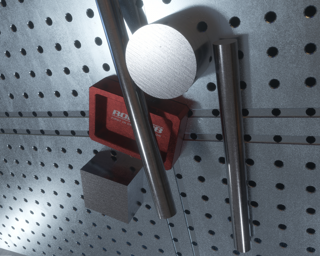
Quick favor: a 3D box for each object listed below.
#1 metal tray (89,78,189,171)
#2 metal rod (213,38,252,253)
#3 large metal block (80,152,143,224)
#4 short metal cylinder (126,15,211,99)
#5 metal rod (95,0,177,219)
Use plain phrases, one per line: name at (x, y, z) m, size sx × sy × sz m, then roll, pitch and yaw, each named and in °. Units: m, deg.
metal tray at (-0.033, -0.005, 0.420) m, size 0.130 × 0.030 × 0.089 m, roll 20°, pitch 126°, yaw 15°
metal rod at (0.094, 0.041, 0.386) m, size 0.025 × 0.025 × 0.298 m, roll 3°, pitch 120°, yaw 26°
large metal block at (-0.074, 0.093, 0.490) m, size 0.080 × 0.050 × 0.079 m, roll 15°, pitch 125°, yaw 19°
short metal cylinder at (0.010, -0.078, 0.340) m, size 0.080 × 0.050 × 0.079 m, roll 13°, pitch 123°, yaw 21°
metal rod at (-0.029, -0.032, 0.367) m, size 0.025 × 0.025 × 0.298 m, roll -9°, pitch 103°, yaw 31°
